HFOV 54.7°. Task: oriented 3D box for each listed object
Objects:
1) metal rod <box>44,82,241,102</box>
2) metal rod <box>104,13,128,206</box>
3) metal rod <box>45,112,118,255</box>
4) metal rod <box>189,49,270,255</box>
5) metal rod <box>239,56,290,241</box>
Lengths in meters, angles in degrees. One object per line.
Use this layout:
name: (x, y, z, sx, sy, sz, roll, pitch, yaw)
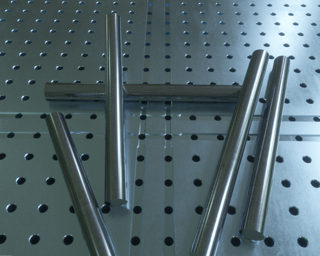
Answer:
metal rod: (-0.013, -0.052, 0.450, 0.302, 0.025, 0.025, 1, 50, 0)
metal rod: (-0.062, -0.046, 0.416, 0.025, 0.025, 0.299, -4, 59, -4)
metal rod: (-0.076, 0.091, 0.329, 0.025, 0.025, 0.300, -20, 53, -17)
metal rod: (0.094, 0.010, 0.379, 0.025, 0.025, 0.300, 17, 58, 13)
metal rod: (0.145, 0.001, 0.408, 0.025, 0.025, 0.301, 16, 52, 12)
